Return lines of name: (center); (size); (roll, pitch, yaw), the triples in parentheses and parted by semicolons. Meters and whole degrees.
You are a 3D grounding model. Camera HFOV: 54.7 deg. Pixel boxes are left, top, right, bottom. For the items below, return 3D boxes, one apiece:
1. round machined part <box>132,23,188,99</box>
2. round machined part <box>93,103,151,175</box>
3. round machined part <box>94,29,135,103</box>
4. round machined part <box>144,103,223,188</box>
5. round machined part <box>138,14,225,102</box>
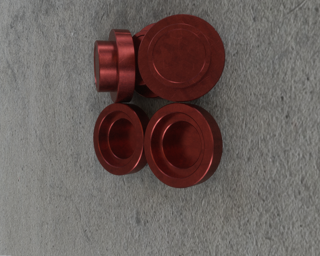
round machined part: (-0.010, -0.088, 0.401); (0.098, 0.042, 0.097); (0, 90, 39)
round machined part: (-0.045, 0.015, 0.430); (0.098, 0.042, 0.097); (0, 90, 39)
round machined part: (-0.064, -0.082, 0.415); (0.098, 0.042, 0.097); (177, 89, -73)
round machined part: (0.031, 0.020, 0.368); (0.098, 0.042, 0.097); (0, 90, 39)
round machined part: (0.023, -0.078, 0.346); (0.099, 0.042, 0.097); (1, 95, 8)
